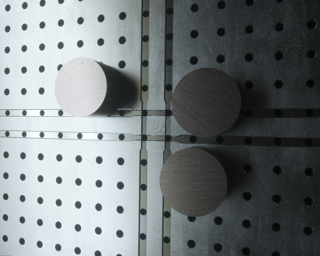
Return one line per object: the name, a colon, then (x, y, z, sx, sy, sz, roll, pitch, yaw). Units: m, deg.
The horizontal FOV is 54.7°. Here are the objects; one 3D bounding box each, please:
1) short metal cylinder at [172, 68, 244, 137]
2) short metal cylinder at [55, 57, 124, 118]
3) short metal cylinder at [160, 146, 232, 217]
short metal cylinder: (0.060, -0.029, 0.378, 0.080, 0.050, 0.079, 0, 90, 19)
short metal cylinder: (-0.097, -0.054, 0.432, 0.080, 0.050, 0.079, 0, 90, 19)
short metal cylinder: (0.046, 0.063, 0.383, 0.080, 0.050, 0.079, 0, 90, 19)
